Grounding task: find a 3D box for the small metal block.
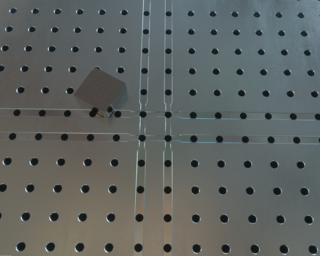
[{"bbox_3d":[-0.081,-0.048,0.428,0.050,0.025,0.050,29,72,9],"label":"small metal block"}]
